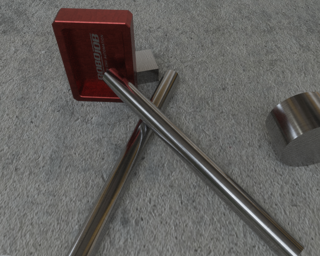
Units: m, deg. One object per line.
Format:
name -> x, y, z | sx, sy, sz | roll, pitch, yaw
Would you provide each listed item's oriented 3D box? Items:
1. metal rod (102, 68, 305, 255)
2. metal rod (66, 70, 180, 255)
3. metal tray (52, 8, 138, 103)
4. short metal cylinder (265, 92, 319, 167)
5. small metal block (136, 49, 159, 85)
metal rod -> 0.032, 0.027, 0.358 | 0.025, 0.025, 0.300 | -34, 65, -26
metal rod -> -0.033, 0.030, 0.377 | 0.025, 0.025, 0.301 | 16, 52, 12
metal tray -> -0.079, -0.090, 0.410 | 0.091, 0.129, 0.030 | 2, 50, 1
short metal cylinder -> 0.174, 0.003, 0.367 | 0.081, 0.080, 0.050 | -6, 51, -6
small metal block -> -0.033, -0.094, 0.482 | 0.050, 0.025, 0.050 | -12, 51, -10
